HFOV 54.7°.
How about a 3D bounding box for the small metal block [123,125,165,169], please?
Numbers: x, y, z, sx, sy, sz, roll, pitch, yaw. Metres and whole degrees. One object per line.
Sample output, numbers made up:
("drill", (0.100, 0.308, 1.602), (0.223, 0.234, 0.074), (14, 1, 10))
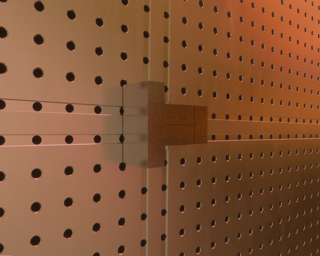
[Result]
("small metal block", (-0.020, 0.021, 0.377), (0.025, 0.050, 0.050), (0, 90, -40))

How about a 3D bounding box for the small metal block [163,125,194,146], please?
("small metal block", (0.009, 0.009, 0.401), (0.050, 0.050, 0.025), (0, 91, -40))

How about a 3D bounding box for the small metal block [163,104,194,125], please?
("small metal block", (0.009, -0.017, 0.401), (0.050, 0.050, 0.025), (0, 91, -40))

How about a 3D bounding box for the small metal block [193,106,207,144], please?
("small metal block", (0.038, -0.004, 0.426), (0.025, 0.050, 0.050), (0, 90, -40))

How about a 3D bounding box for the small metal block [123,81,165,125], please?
("small metal block", (-0.020, -0.029, 0.377), (0.025, 0.050, 0.050), (0, 90, -40))
